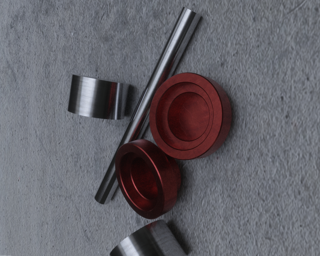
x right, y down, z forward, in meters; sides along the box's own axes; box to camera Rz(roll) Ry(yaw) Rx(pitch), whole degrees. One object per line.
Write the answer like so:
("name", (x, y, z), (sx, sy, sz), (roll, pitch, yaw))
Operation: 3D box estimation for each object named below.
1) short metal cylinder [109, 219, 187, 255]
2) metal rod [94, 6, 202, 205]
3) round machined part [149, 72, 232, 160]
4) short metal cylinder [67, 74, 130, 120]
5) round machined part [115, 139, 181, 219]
("short metal cylinder", (-0.014, 0.157, 0.379), (0.080, 0.081, 0.050), (-51, 60, 27))
("metal rod", (-0.025, -0.016, 0.423), (0.025, 0.025, 0.298), (40, 114, 32))
("round machined part", (0.038, -0.012, 0.359), (0.098, 0.042, 0.097), (-1, 88, 38))
("short metal cylinder", (-0.087, -0.044, 0.438), (0.080, 0.081, 0.050), (17, 101, 38))
("round machined part", (-0.012, 0.060, 0.390), (0.098, 0.042, 0.097), (22, 121, 44))
